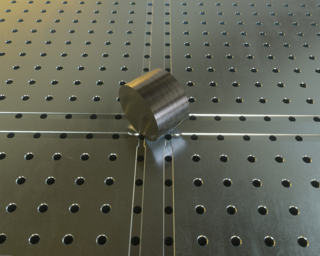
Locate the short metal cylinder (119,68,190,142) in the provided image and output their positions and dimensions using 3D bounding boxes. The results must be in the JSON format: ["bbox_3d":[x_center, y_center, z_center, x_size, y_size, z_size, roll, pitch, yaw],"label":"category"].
[{"bbox_3d":[-0.008,-0.030,0.396,0.050,0.080,0.080,-33,58,-25],"label":"short metal cylinder"}]
